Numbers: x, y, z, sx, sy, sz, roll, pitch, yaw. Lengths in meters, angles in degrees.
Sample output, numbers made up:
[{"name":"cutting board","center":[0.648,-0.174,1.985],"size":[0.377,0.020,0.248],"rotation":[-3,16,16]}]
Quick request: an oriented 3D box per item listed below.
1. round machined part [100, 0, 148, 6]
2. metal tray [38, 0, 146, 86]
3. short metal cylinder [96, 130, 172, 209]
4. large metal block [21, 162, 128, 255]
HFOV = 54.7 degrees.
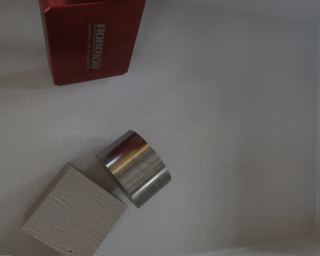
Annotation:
[{"name":"round machined part","center":[-0.033,-0.144,0.263],"size":[0.099,0.042,0.098],"rotation":[6,66,-12]},{"name":"metal tray","center":[-0.073,-0.096,0.327],"size":[0.091,0.129,0.030],"rotation":[-14,72,-20]},{"name":"short metal cylinder","center":[-0.032,0.049,0.370],"size":[0.050,0.080,0.080],"rotation":[-39,103,-16]},{"name":"large metal block","center":[-0.099,0.097,0.362],"size":[0.080,0.050,0.080],"rotation":[40,77,-16]}]
